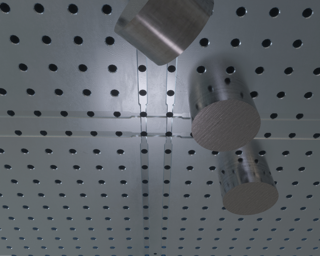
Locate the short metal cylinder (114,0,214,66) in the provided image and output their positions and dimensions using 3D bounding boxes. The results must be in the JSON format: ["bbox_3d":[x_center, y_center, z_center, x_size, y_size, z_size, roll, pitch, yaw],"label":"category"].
[{"bbox_3d":[0.002,-0.105,0.286,0.050,0.080,0.080,35,122,-26],"label":"short metal cylinder"}]

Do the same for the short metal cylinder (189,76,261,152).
[{"bbox_3d":[0.077,-0.017,0.382,0.081,0.050,0.079,0,130,0],"label":"short metal cylinder"}]

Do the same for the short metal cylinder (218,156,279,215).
[{"bbox_3d":[0.132,0.089,0.472,0.081,0.050,0.079,0,130,0],"label":"short metal cylinder"}]
